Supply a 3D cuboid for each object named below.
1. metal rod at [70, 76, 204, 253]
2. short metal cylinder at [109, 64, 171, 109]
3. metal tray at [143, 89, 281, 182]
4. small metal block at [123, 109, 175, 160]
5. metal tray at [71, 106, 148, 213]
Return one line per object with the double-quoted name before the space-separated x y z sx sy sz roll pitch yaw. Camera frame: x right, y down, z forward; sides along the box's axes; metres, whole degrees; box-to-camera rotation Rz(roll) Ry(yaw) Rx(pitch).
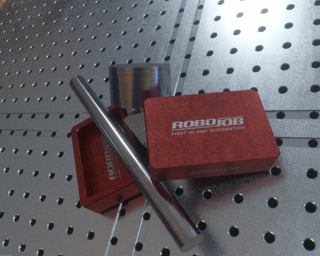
"metal rod" -0.048 0.019 0.378 0.025 0.025 0.300 -41 51 0
"short metal cylinder" -0.026 -0.058 0.409 0.080 0.081 0.050 9 108 32
"metal tray" 0.051 0.006 0.337 0.131 0.030 0.090 -5 56 -4
"small metal block" -0.013 0.008 0.388 0.025 0.050 0.050 -42 51 0
"metal tray" -0.067 0.035 0.414 0.090 0.030 0.130 -28 52 10
